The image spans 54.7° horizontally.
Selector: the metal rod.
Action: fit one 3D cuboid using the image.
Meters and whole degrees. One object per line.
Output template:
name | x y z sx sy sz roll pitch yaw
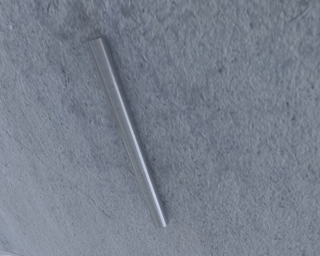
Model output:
metal rod | -0.038 0.021 0.438 0.025 0.025 0.298 -3 117 29
